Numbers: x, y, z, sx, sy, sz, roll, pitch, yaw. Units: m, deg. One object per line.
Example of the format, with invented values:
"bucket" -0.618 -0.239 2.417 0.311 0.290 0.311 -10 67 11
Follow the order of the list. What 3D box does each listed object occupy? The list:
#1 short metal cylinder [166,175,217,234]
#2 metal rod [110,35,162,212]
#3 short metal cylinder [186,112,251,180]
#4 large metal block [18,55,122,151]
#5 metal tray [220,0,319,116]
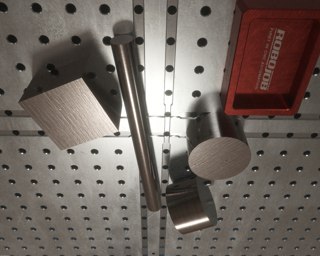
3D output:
"short metal cylinder" 0.049 0.117 0.476 0.050 0.080 0.080 -22 127 17
"metal rod" -0.025 0.018 0.426 0.025 0.025 0.298 -5 130 4
"short metal cylinder" 0.077 0.025 0.418 0.081 0.050 0.079 0 130 0
"large metal block" -0.102 -0.028 0.370 0.080 0.050 0.080 -18 128 14
"metal tray" 0.123 -0.073 0.347 0.091 0.030 0.129 0 130 -1
